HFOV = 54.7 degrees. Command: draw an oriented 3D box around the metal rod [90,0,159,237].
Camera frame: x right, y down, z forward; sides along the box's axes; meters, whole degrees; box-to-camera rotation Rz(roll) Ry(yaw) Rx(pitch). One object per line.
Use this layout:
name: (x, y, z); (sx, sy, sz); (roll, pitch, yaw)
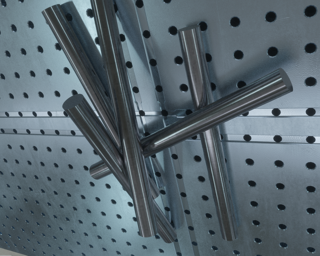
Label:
metal rod: (-0.041, -0.011, 0.373); (0.025, 0.025, 0.298); (-6, 100, 30)

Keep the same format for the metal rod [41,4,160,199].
metal rod: (-0.074, -0.023, 0.434); (0.025, 0.025, 0.299); (-14, 112, 33)

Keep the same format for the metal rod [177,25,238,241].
metal rod: (0.066, 0.025, 0.390); (0.025, 0.025, 0.298); (-1, 118, 28)

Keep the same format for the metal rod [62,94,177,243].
metal rod: (-0.038, 0.076, 0.421); (0.025, 0.025, 0.299); (-2, 135, 29)

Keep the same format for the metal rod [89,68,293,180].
metal rod: (0.011, 0.010, 0.377); (0.299, 0.025, 0.025); (-27, 104, 37)
